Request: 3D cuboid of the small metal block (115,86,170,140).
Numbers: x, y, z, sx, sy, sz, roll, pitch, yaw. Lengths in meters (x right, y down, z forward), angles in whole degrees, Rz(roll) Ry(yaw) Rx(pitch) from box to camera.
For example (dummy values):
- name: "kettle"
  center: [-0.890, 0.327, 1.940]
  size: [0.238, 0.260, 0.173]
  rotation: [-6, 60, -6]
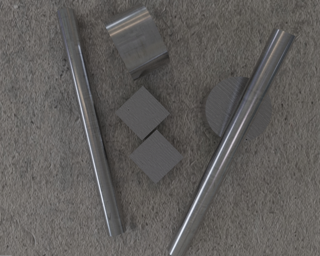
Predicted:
- name: "small metal block"
  center: [-0.022, -0.019, 0.410]
  size: [0.050, 0.025, 0.050]
  rotation: [-44, 90, 0]

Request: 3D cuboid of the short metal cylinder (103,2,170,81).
- name: "short metal cylinder"
  center: [-0.028, -0.105, 0.382]
  size: [0.050, 0.080, 0.080]
  rotation: [-27, 90, 0]

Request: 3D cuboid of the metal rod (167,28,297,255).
- name: "metal rod"
  center: [0.075, 0.033, 0.366]
  size: [0.025, 0.025, 0.298]
  rotation: [22, 108, 0]

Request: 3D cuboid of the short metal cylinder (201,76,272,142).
- name: "short metal cylinder"
  center: [0.095, -0.023, 0.398]
  size: [0.081, 0.050, 0.079]
  rotation: [0, 90, 0]

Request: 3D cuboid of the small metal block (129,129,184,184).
- name: "small metal block"
  center: [-0.005, 0.037, 0.410]
  size: [0.050, 0.025, 0.050]
  rotation: [-44, 90, 0]

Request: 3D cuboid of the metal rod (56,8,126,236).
- name: "metal rod"
  center: [-0.090, -0.007, 0.409]
  size: [0.025, 0.025, 0.298]
  rotation: [-13, 90, 0]
